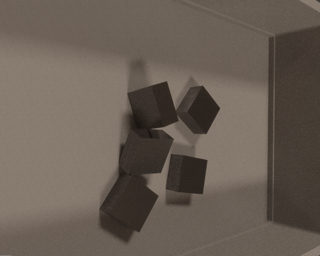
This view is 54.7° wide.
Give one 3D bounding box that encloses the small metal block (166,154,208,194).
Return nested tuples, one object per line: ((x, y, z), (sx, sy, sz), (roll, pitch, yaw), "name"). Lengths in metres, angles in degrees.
((0.039, 0.066, 0.442), (0.050, 0.025, 0.050), (15, 81, -39), "small metal block")

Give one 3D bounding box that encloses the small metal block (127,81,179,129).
((-0.009, -0.026, 0.382), (0.025, 0.050, 0.050), (-23, 99, -38), "small metal block")

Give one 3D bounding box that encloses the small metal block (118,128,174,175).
((-0.017, 0.029, 0.382), (0.050, 0.025, 0.050), (3, 115, -40), "small metal block")

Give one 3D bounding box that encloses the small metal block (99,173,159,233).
((-0.037, 0.091, 0.378), (0.050, 0.025, 0.050), (45, 63, -31), "small metal block")

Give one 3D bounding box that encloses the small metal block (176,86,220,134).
((0.056, -0.026, 0.456), (0.050, 0.025, 0.050), (47, 62, -30), "small metal block")
